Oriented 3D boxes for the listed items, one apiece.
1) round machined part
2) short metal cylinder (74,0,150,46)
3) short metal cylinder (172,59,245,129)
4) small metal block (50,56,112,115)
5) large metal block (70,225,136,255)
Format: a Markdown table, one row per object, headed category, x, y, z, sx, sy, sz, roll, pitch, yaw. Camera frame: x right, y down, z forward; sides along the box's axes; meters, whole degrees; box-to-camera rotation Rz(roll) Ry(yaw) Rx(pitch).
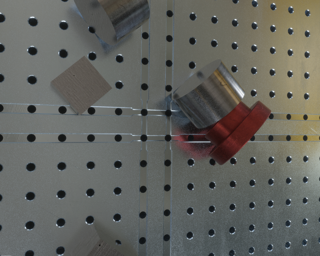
| category | x | y | z | sx | sy | sz | roll | pitch | yaw |
| --- | --- | --- | --- | --- | --- | --- | --- | --- | --- |
| round machined part | 0.098 | 0.000 | 0.414 | 0.042 | 0.098 | 0.098 | 42 | 76 | 7 |
| short metal cylinder | -0.058 | -0.145 | 0.362 | 0.050 | 0.080 | 0.080 | -41 | 103 | -15 |
| short metal cylinder | 0.062 | -0.045 | 0.406 | 0.080 | 0.080 | 0.050 | -45 | 104 | -14 |
| small metal block | -0.096 | -0.051 | 0.377 | 0.050 | 0.025 | 0.050 | -43 | 104 | -15 |
| large metal block | -0.071 | 0.180 | 0.373 | 0.080 | 0.050 | 0.080 | 42 | 77 | -15 |
